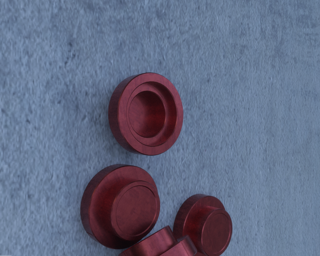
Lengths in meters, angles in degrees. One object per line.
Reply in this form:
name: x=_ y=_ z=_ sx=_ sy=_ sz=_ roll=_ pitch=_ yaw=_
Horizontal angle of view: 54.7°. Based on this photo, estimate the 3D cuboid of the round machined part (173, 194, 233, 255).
round machined part: x=0.069 y=0.149 z=0.455 sx=0.099 sy=0.042 sz=0.097 roll=0 pitch=90 yaw=-40

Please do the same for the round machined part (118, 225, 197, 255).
round machined part: x=-0.009 y=0.149 z=0.362 sx=0.099 sy=0.097 sz=0.042 roll=-18 pitch=70 yaw=-39

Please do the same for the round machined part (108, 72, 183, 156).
round machined part: x=-0.021 y=-0.017 z=0.378 sx=0.099 sy=0.042 sz=0.097 roll=0 pitch=90 yaw=-40

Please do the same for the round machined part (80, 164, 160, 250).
round machined part: x=-0.039 y=0.093 z=0.363 sx=0.099 sy=0.042 sz=0.097 roll=0 pitch=90 yaw=-40
